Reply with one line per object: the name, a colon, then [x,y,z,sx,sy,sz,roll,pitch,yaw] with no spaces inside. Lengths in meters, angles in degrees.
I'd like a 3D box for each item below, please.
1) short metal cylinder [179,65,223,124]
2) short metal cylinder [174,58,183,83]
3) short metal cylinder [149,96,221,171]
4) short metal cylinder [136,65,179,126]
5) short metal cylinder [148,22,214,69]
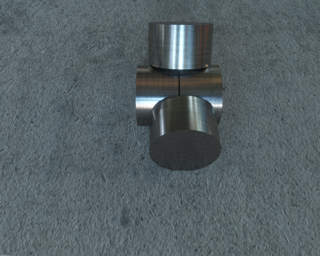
short metal cylinder: [0.049,-0.042,0.404,0.050,0.080,0.080,0,50,0]
short metal cylinder: [0.031,-0.093,0.468,0.081,0.050,0.080,0,50,0]
short metal cylinder: [0.028,0.008,0.363,0.081,0.080,0.050,0,50,0]
short metal cylinder: [-0.003,-0.042,0.405,0.050,0.080,0.080,1,50,0]
short metal cylinder: [0.026,-0.107,0.393,0.081,0.050,0.080,1,22,0]
